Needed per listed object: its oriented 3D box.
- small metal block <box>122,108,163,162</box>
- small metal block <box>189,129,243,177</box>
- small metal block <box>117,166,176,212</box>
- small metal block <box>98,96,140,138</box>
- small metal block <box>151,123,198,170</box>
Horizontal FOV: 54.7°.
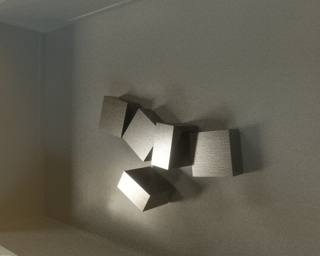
[{"bbox_3d":[-0.017,0.009,0.415,0.050,0.025,0.050,46,117,30],"label":"small metal block"},{"bbox_3d":[0.063,0.029,0.350,0.050,0.025,0.050,-7,86,39],"label":"small metal block"},{"bbox_3d":[-0.017,0.077,0.400,0.050,0.050,0.025,37,114,33],"label":"small metal block"},{"bbox_3d":[-0.060,-0.017,0.451,0.050,0.025,0.050,20,102,38],"label":"small metal block"},{"bbox_3d":[0.018,0.020,0.372,0.025,0.050,0.050,12,98,38],"label":"small metal block"}]
